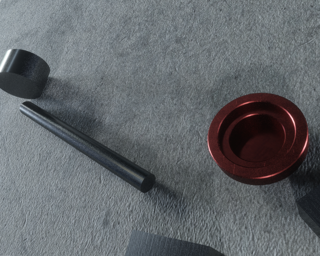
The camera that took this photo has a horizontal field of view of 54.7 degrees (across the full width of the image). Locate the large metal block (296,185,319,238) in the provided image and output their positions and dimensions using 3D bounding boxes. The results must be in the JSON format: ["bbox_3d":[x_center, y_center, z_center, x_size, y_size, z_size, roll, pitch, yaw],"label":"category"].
[{"bbox_3d":[0.174,0.075,0.251,0.080,0.050,0.080,-37,51,3],"label":"large metal block"}]

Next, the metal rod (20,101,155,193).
[{"bbox_3d":[-0.124,0.015,0.457,0.300,0.025,0.025,25,75,36],"label":"metal rod"}]

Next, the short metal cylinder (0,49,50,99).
[{"bbox_3d":[-0.244,-0.094,0.552,0.080,0.080,0.050,-6,59,25],"label":"short metal cylinder"}]

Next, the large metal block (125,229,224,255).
[{"bbox_3d":[0.008,0.148,0.291,0.080,0.050,0.080,2,63,28],"label":"large metal block"}]

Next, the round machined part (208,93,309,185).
[{"bbox_3d":[0.104,0.014,0.329,0.098,0.042,0.098,-13,56,20],"label":"round machined part"}]
